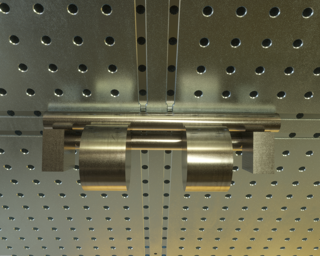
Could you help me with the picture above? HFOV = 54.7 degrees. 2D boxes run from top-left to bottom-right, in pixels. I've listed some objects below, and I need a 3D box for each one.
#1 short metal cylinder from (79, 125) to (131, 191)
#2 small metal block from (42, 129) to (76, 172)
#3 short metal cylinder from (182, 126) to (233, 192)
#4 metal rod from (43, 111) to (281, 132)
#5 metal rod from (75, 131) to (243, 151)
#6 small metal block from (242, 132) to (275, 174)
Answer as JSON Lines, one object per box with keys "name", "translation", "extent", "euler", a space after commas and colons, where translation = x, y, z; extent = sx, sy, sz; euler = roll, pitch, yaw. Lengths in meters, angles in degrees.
{"name": "short metal cylinder", "translation": [-0.063, 0.036, 0.377], "extent": [0.050, 0.080, 0.079], "euler": [1, 130, -1]}
{"name": "small metal block", "translation": [-0.125, 0.027, 0.387], "extent": [0.025, 0.050, 0.050], "euler": [1, 88, 0]}
{"name": "short metal cylinder", "translation": [0.055, 0.037, 0.379], "extent": [0.050, 0.080, 0.079], "euler": [1, 130, -1]}
{"name": "metal rod", "translation": [0.003, -0.008, 0.405], "extent": [0.302, 0.025, 0.025], "euler": [1, 130, -1]}
{"name": "metal rod", "translation": [0.000, 0.018, 0.427], "extent": [0.302, 0.025, 0.025], "euler": [1, 130, -1]}
{"name": "small metal block", "translation": [0.123, 0.030, 0.392], "extent": [0.025, 0.050, 0.050], "euler": [1, 89, 0]}
